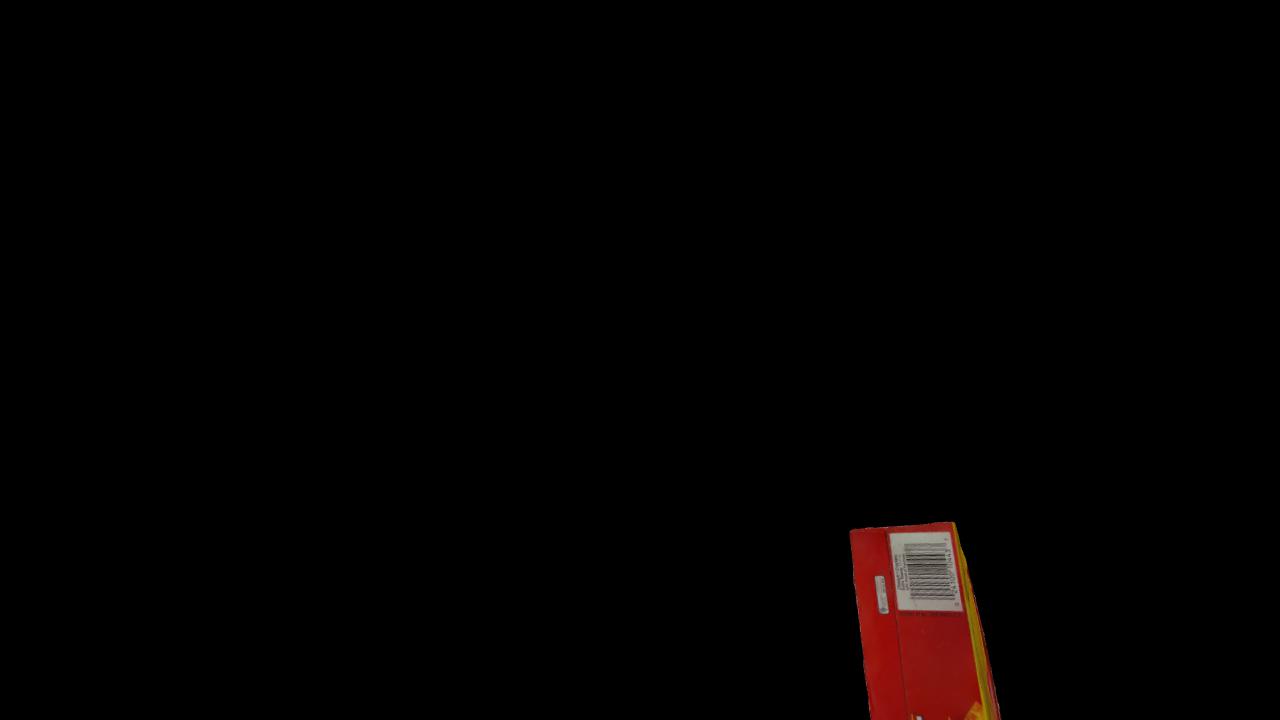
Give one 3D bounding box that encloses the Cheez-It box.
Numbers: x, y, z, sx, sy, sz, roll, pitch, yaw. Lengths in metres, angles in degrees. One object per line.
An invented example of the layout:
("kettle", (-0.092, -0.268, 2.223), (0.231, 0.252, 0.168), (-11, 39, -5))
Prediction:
("Cheez-It box", (0.212, 0.219, 0.439), (0.071, 0.166, 0.223), (-11, -28, 26))
